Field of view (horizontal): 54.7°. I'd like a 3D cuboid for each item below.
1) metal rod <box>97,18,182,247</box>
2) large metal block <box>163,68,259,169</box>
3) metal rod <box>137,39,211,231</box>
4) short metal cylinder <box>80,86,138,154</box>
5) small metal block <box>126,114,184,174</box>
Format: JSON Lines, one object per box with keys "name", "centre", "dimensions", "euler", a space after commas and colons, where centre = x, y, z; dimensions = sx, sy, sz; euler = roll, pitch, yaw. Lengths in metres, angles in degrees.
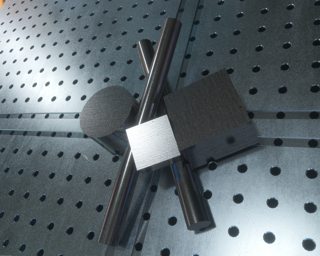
{"name": "metal rod", "centre": [-0.021, -0.007, 0.393], "dimensions": [0.025, 0.025, 0.299], "euler": [7, 73, 31]}
{"name": "large metal block", "centre": [0.058, -0.011, 0.363], "dimensions": [0.080, 0.050, 0.080], "euler": [-24, 53, 13]}
{"name": "metal rod", "centre": [0.008, -0.015, 0.409], "dimensions": [0.025, 0.025, 0.299], "euler": [-25, 53, 13]}
{"name": "short metal cylinder", "centre": [-0.062, -0.011, 0.427], "dimensions": [0.080, 0.050, 0.080], "euler": [-13, 57, 20]}
{"name": "small metal block", "centre": [-0.006, 0.019, 0.354], "dimensions": [0.050, 0.025, 0.050], "euler": [-20, 69, 6]}
